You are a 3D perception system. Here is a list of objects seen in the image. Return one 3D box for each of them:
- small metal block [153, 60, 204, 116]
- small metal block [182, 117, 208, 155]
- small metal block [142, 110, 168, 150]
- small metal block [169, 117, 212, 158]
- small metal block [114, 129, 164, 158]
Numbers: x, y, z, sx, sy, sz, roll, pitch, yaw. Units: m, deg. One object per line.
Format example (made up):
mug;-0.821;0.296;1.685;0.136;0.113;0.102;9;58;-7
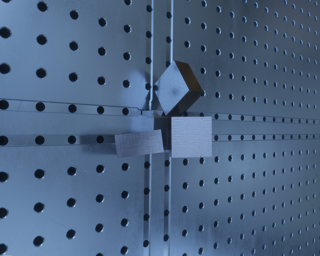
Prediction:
small metal block;0.022;-0.049;0.397;0.025;0.050;0.050;4;52;-39
small metal block;0.050;0.012;0.436;0.050;0.025;0.050;7;85;-71
small metal block;0.004;0.003;0.411;0.050;0.025;0.050;3;88;-40
small metal block;0.038;0.011;0.392;0.050;0.025;0.050;0;90;-7
small metal block;-0.024;0.017;0.358;0.050;0.050;0.025;-7;89;-5
